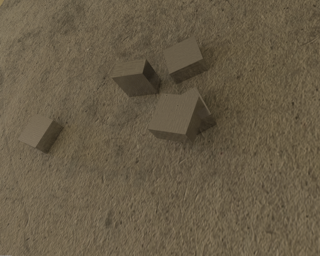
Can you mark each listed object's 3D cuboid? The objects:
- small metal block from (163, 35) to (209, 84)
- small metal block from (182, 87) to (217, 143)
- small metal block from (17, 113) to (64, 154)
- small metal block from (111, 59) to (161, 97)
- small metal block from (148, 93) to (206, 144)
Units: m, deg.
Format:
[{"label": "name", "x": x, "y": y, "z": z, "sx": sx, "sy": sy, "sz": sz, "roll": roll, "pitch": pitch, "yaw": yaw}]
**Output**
[{"label": "small metal block", "x": 0.036, "y": -0.098, "z": 0.445, "sx": 0.050, "sy": 0.025, "sz": 0.050, "roll": -22, "pitch": 53, "yaw": 14}, {"label": "small metal block", "x": 0.037, "y": -0.017, "z": 0.395, "sx": 0.050, "sy": 0.025, "sz": 0.050, "roll": -29, "pitch": 52, "yaw": 9}, {"label": "small metal block", "x": -0.192, "y": 0.009, "z": 0.500, "sx": 0.050, "sy": 0.025, "sz": 0.050, "roll": 16, "pitch": 70, "yaw": 34}, {"label": "small metal block", "x": -0.033, "y": -0.071, "z": 0.449, "sx": 0.050, "sy": 0.050, "sz": 0.025, "roll": -3, "pitch": 61, "yaw": 26}, {"label": "small metal block", "x": 0.020, "y": -0.012, "z": 0.369, "sx": 0.050, "sy": 0.025, "sz": 0.050, "roll": 8, "pitch": 66, "yaw": 31}]
